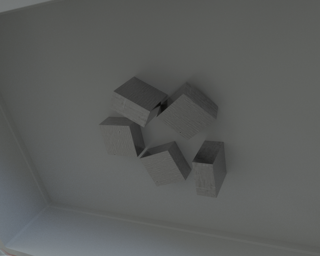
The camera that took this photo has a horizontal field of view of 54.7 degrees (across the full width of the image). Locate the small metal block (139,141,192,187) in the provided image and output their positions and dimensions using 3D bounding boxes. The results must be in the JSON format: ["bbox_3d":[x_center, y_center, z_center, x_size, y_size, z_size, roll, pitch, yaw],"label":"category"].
[{"bbox_3d":[0.008,0.051,0.435,0.050,0.025,0.050,-19,109,35],"label":"small metal block"}]

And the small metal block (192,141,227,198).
[{"bbox_3d":[0.064,0.051,0.390,0.025,0.050,0.050,3,120,26],"label":"small metal block"}]

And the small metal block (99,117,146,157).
[{"bbox_3d":[-0.053,0.012,0.443,0.050,0.025,0.050,2,120,26],"label":"small metal block"}]

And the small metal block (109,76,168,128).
[{"bbox_3d":[-0.026,-0.034,0.384,0.050,0.050,0.025,30,128,9],"label":"small metal block"}]

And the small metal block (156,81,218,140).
[{"bbox_3d":[0.033,-0.019,0.371,0.050,0.025,0.050,36,131,-17],"label":"small metal block"}]
